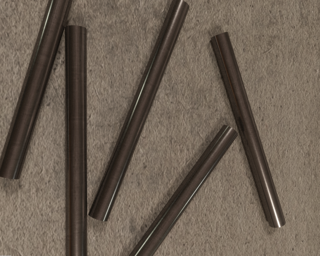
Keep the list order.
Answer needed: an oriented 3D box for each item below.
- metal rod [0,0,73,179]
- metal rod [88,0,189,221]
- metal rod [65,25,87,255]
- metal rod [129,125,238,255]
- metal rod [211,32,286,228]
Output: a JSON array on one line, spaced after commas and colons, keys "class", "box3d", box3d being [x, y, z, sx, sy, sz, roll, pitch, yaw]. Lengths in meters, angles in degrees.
[{"class": "metal rod", "box3d": [-0.133, -0.090, 0.360, 0.025, 0.025, 0.299, 16, 84, -20]}, {"class": "metal rod", "box3d": [-0.024, -0.028, 0.400, 0.025, 0.025, 0.299, 23, 82, -19]}, {"class": "metal rod", "box3d": [-0.101, 0.030, 0.372, 0.025, 0.025, 0.298, 0, 90, -20]}, {"class": "metal rod", "box3d": [0.012, 0.119, 0.414, 0.025, 0.025, 0.300, 42, 77, -16]}, {"class": "metal rod", "box3d": [0.133, 0.007, 0.459, 0.025, 0.025, 0.298, -22, 98, -19]}]
